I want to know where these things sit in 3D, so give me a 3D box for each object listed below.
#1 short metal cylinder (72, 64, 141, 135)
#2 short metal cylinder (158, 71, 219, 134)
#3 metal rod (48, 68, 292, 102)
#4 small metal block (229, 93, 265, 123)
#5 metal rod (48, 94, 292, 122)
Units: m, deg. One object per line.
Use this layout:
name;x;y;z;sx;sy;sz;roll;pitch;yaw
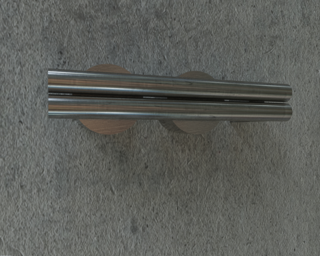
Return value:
short metal cylinder;-0.066;-0.033;0.372;0.081;0.050;0.080;0;90;-20
short metal cylinder;0.038;-0.032;0.412;0.081;0.050;0.080;0;90;-20
metal rod;0.028;-0.048;0.367;0.302;0.025;0.025;0;90;-20
small metal block;0.123;-0.033;0.444;0.025;0.050;0.050;-2;90;-20
metal rod;0.028;-0.022;0.367;0.302;0.025;0.025;0;90;-20
